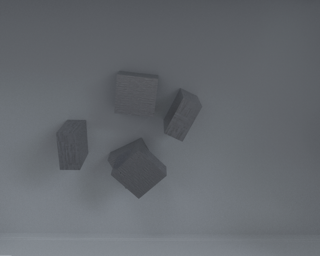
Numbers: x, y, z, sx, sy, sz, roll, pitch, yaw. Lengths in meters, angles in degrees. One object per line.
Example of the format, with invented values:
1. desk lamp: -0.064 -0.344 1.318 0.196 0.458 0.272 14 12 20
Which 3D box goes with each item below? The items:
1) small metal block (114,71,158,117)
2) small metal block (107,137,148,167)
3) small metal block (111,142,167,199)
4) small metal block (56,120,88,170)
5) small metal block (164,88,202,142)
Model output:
1. small metal block: -0.030 -0.043 0.395 0.050 0.025 0.050 6 110 -3
2. small metal block: -0.036 0.049 0.429 0.050 0.025 0.050 -26 109 8
3. small metal block: -0.027 0.056 0.405 0.050 0.025 0.050 -42 105 13
4. small metal block: -0.113 0.021 0.404 0.025 0.050 0.050 1 110 -1
5. small metal block: 0.027 -0.018 0.392 0.025 0.050 0.050 25 108 -9
